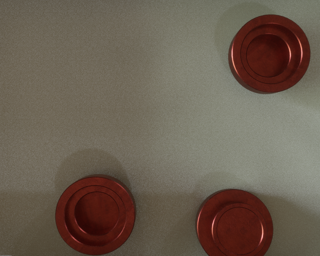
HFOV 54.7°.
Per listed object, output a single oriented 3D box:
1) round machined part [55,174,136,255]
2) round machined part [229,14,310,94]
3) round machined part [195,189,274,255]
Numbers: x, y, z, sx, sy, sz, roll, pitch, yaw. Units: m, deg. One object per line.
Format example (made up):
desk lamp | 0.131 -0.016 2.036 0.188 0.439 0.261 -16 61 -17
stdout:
round machined part | -0.080 0.108 0.402 0.099 0.042 0.097 0 90 -1
round machined part | 0.138 -0.093 0.405 0.099 0.042 0.097 0 90 -1
round machined part | 0.097 0.128 0.397 0.099 0.042 0.097 0 81 -1
